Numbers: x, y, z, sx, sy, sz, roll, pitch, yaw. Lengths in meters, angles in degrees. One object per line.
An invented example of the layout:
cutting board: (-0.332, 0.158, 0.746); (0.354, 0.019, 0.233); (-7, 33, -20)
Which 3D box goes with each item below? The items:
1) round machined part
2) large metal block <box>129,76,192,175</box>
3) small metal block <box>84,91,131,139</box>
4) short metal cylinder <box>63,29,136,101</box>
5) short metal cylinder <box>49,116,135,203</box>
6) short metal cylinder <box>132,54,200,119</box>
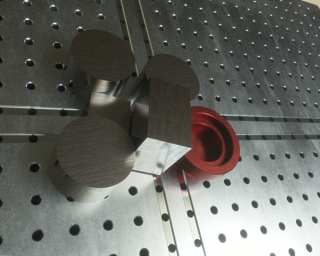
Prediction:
round machined part: (0.053, 0.023, 0.411); (0.099, 0.042, 0.098); (14, 56, -21)
large metal block: (-0.005, 0.000, 0.366); (0.050, 0.080, 0.080); (15, 56, -20)
small metal block: (-0.065, -0.012, 0.380); (0.050, 0.025, 0.050); (14, 56, -21)
short metal cylinder: (-0.078, -0.078, 0.397); (0.081, 0.050, 0.080); (14, 56, -21)
short metal cylinder: (-0.073, 0.034, 0.332); (0.081, 0.050, 0.080); (14, 56, -21)
short metal cylinder: (0.008, -0.055, 0.429); (0.081, 0.050, 0.080); (14, 56, -21)
